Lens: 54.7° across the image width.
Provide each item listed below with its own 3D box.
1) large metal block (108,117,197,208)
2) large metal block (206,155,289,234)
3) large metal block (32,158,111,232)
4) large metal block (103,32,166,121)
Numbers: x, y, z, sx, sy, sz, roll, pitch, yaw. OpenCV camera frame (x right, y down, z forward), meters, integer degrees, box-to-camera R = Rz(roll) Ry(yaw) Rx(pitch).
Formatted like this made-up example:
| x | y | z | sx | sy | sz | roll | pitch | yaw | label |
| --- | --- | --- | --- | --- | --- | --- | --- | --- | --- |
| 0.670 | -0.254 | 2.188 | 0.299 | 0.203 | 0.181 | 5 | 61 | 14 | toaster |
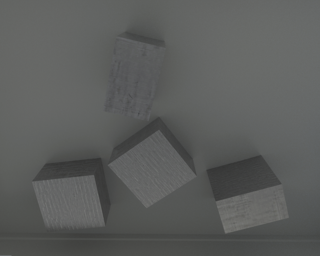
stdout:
| x | y | z | sx | sy | sz | roll | pitch | yaw | label |
| --- | --- | --- | --- | --- | --- | --- | --- | --- | --- |
| -0.009 | 0.045 | 0.414 | 0.080 | 0.050 | 0.080 | -35 | 107 | 12 | large metal block |
| 0.113 | 0.086 | 0.414 | 0.080 | 0.080 | 0.050 | -16 | 109 | 6 | large metal block |
| -0.119 | 0.092 | 0.431 | 0.080 | 0.050 | 0.079 | -6 | 110 | 2 | large metal block |
| -0.028 | -0.063 | 0.358 | 0.050 | 0.080 | 0.079 | 12 | 110 | -5 | large metal block |
